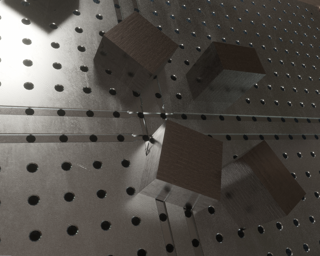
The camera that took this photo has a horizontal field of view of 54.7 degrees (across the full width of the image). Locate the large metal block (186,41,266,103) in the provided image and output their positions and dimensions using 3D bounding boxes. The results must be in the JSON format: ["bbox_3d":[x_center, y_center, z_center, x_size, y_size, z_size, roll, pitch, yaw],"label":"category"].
[{"bbox_3d":[0.099,-0.083,0.479,0.081,0.080,0.050,0,62,-29],"label":"large metal block"}]

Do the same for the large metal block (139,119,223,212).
[{"bbox_3d":[0.028,0.047,0.380,0.080,0.050,0.080,22,53,-16],"label":"large metal block"}]

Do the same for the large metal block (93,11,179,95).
[{"bbox_3d":[-0.033,-0.108,0.442,0.080,0.050,0.080,39,51,-3],"label":"large metal block"}]

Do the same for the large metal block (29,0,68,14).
[{"bbox_3d":[-0.164,-0.223,0.440,0.080,0.050,0.080,33,51,-7],"label":"large metal block"}]

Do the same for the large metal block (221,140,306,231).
[{"bbox_3d":[0.118,0.074,0.393,0.050,0.080,0.080,-27,77,-37],"label":"large metal block"}]
